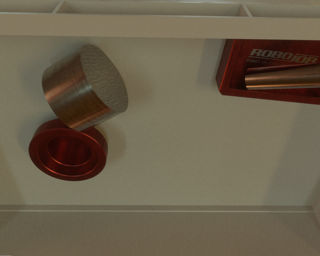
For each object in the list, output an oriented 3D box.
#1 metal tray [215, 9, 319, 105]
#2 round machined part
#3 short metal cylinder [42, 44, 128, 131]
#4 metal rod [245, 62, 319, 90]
[{"bbox_3d":[0.137,-0.075,0.343,0.131,0.030,0.089,5,130,-5],"label":"metal tray"},{"bbox_3d":[-0.119,0.024,0.417,0.099,0.042,0.097,-1,130,0],"label":"round machined part"},{"bbox_3d":[-0.078,-0.043,0.336,0.050,0.080,0.080,-25,126,19],"label":"short metal cylinder"},{"bbox_3d":[0.221,-0.050,0.259,0.300,0.025,0.025,3,138,37],"label":"metal rod"}]
